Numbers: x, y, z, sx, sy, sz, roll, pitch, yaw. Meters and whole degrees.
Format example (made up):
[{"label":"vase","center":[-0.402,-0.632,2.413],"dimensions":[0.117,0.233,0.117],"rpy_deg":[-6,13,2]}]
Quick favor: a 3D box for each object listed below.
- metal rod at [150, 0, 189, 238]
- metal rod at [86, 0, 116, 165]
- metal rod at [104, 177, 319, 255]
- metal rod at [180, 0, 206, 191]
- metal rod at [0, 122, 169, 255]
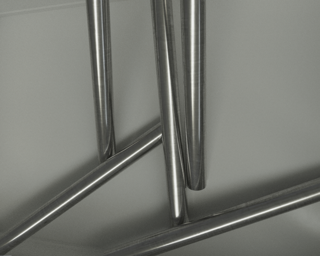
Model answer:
[{"label":"metal rod","center":[0.014,-0.007,0.377],"dimensions":[0.025,0.025,0.298],"rpy_deg":[-2,100,20]},{"label":"metal rod","center":[-0.069,-0.076,0.366],"dimensions":[0.025,0.025,0.298],"rpy_deg":[14,121,19]},{"label":"metal rod","center":[0.072,0.111,0.364],"dimensions":[0.301,0.025,0.025],"rpy_deg":[-22,83,10]},{"label":"metal rod","center":[0.037,-0.061,0.331],"dimensions":[0.025,0.025,0.298],"rpy_deg":[6,118,20]},{"label":"metal rod","center":[-0.101,0.079,0.414],"dimensions":[0.300,0.025,0.025],"rpy_deg":[-35,79,4]}]
